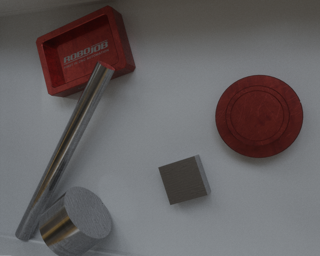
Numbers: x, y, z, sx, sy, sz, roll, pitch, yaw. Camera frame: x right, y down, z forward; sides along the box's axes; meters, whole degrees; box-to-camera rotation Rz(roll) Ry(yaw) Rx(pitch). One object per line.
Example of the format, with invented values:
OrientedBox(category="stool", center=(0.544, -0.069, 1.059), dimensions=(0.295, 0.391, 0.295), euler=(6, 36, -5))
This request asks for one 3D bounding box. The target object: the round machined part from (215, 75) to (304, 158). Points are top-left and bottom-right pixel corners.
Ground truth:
OrientedBox(category="round machined part", center=(0.114, -0.014, 0.361), dimensions=(0.098, 0.042, 0.097), euler=(0, 90, 19))

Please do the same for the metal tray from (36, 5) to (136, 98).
OrientedBox(category="metal tray", center=(-0.108, -0.106, 0.444), dimensions=(0.130, 0.030, 0.090), euler=(-17, 85, 18))

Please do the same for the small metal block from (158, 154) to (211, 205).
OrientedBox(category="small metal block", center=(0.032, 0.066, 0.399), dimensions=(0.050, 0.025, 0.050), euler=(-20, 84, 18))

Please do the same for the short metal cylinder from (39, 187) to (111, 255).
OrientedBox(category="short metal cylinder", center=(-0.113, 0.127, 0.420), dimensions=(0.050, 0.080, 0.080), euler=(-41, 77, 15))

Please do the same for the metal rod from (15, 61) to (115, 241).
OrientedBox(category="metal rod", center=(-0.141, 0.043, 0.442), dimensions=(0.025, 0.025, 0.298), euler=(35, 107, 16))
